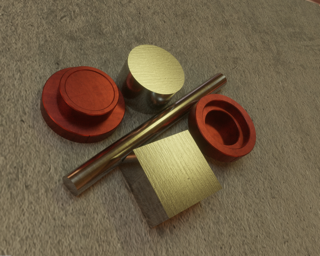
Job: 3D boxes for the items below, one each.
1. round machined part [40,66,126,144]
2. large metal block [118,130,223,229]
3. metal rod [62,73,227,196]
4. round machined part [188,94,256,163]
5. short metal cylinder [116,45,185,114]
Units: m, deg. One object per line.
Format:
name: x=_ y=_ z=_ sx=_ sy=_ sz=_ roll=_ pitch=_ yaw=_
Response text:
round machined part: x=-0.087 y=-0.034 z=0.368 sx=0.099 sy=0.042 sz=0.098 roll=14 pitch=56 yaw=-21
large metal block: x=0.011 y=0.058 z=0.361 sx=0.081 sy=0.050 sz=0.080 roll=-19 pitch=72 yaw=-35
metal rod: x=0.003 y=-0.009 z=0.413 sx=0.025 sy=0.025 sz=0.302 roll=49 pitch=51 yaw=6
round machined part: x=0.082 y=0.004 z=0.436 sx=0.099 sy=0.042 sz=0.098 roll=14 pitch=56 yaw=-21
short metal cylinder: x=-0.014 y=-0.065 z=0.421 sx=0.081 sy=0.050 sz=0.080 roll=14 pitch=56 yaw=-21
